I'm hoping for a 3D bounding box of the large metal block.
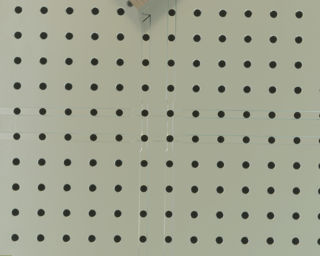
[{"bbox_3d":[-0.023,-0.200,0.401,0.080,0.050,0.080,-41,90,0],"label":"large metal block"}]
